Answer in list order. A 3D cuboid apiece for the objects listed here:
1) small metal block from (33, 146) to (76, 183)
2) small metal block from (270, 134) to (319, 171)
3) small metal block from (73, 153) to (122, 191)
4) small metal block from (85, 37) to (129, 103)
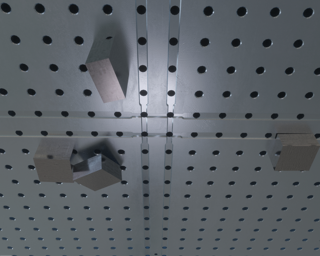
[{"bbox_3d":[-0.152,0.054,0.456,0.050,0.025,0.050,3,130,-2],"label":"small metal block"},{"bbox_3d":[0.191,0.035,0.443,0.050,0.025,0.050,0,130,0],"label":"small metal block"},{"bbox_3d":[-0.092,0.067,0.459,0.050,0.025,0.050,-23,143,18],"label":"small metal block"},{"bbox_3d":[-0.056,-0.064,0.340,0.025,0.050,0.050,-12,129,10],"label":"small metal block"}]
